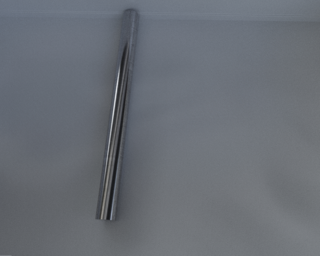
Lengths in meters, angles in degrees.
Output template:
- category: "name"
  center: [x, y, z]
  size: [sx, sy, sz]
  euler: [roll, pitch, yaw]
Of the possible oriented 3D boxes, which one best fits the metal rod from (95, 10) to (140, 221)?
- category: "metal rod"
  center: [-0.054, -0.030, 0.420]
  size: [0.025, 0.025, 0.299]
  euler: [4, 70, 1]
